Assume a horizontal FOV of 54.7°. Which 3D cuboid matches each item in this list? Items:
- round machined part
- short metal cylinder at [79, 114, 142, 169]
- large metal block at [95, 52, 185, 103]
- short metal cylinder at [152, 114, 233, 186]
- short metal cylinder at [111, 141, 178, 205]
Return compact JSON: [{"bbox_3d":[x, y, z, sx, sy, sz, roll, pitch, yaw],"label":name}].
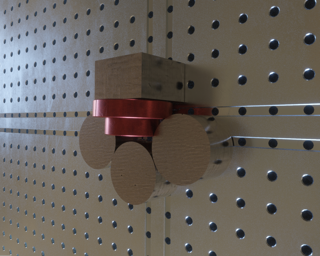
[{"bbox_3d":[-0.034,-0.012,0.388,0.098,0.099,0.042,3,91,40],"label":"round machined part"},{"bbox_3d":[-0.073,0.018,0.454,0.080,0.050,0.079,0,90,40],"label":"short metal cylinder"},{"bbox_3d":[-0.025,-0.059,0.394,0.080,0.081,0.050,1,91,40],"label":"large metal block"},{"bbox_3d":[0.037,0.024,0.363,0.080,0.050,0.079,0,90,40],"label":"short metal cylinder"},{"bbox_3d":[-0.019,0.057,0.410,0.080,0.050,0.079,0,90,40],"label":"short metal cylinder"}]
